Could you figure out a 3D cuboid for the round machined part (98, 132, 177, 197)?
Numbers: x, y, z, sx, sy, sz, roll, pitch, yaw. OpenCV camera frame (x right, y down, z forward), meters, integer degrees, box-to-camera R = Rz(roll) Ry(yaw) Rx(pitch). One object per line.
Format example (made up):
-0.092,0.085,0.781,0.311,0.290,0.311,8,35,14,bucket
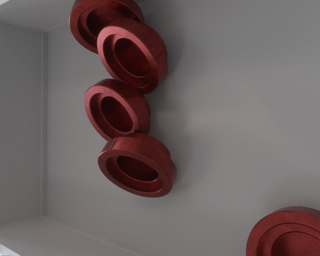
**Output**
-0.025,0.043,0.394,0.098,0.098,0.042,-15,37,39,round machined part

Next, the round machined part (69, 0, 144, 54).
-0.070,-0.148,0.425,0.098,0.098,0.042,-26,48,37,round machined part

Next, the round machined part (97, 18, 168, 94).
-0.030,-0.095,0.400,0.098,0.042,0.097,28,145,22,round machined part

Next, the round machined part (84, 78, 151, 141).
-0.052,-0.023,0.421,0.098,0.042,0.097,23,134,26,round machined part

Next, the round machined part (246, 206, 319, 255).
0.134,0.121,0.285,0.098,0.042,0.097,0,90,40,round machined part
